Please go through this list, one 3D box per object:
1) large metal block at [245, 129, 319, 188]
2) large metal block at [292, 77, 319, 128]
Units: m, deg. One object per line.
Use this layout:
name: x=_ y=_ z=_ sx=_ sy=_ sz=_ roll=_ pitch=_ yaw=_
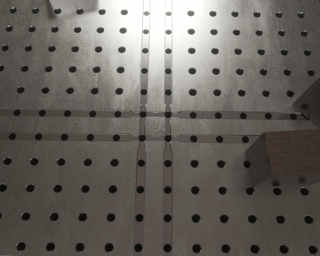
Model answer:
large metal block: x=0.156 y=0.039 z=0.370 sx=0.081 sy=0.080 sz=0.050 roll=-3 pitch=70 yaw=-2
large metal block: x=0.233 y=-0.033 z=0.398 sx=0.050 sy=0.080 sz=0.080 roll=-38 pitch=75 yaw=-13
